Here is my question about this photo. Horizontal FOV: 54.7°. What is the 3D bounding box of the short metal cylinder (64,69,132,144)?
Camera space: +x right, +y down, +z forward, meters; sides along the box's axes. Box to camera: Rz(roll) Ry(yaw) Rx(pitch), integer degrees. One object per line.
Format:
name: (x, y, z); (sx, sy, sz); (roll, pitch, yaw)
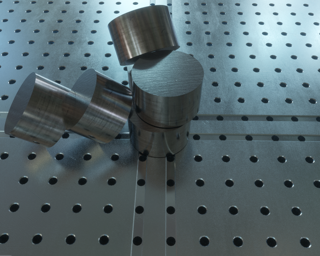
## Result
short metal cylinder: (-0.079, -0.026, 0.384); (0.050, 0.080, 0.080); (26, 39, -35)

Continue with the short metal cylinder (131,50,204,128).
short metal cylinder: (0.009, -0.047, 0.363); (0.081, 0.050, 0.080); (0, 50, 0)

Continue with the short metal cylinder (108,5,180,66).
short metal cylinder: (-0.020, -0.116, 0.395); (0.081, 0.080, 0.050); (-19, 96, -15)

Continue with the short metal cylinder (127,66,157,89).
short metal cylinder: (-0.005, -0.071, 0.450); (0.081, 0.050, 0.080); (0, 50, 0)

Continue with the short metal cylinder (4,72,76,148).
short metal cylinder: (-0.147, -0.021, 0.380); (0.050, 0.080, 0.080); (26, 39, -35)

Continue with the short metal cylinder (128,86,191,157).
short metal cylinder: (-0.001, -0.009, 0.398); (0.081, 0.050, 0.080); (0, 50, 0)
